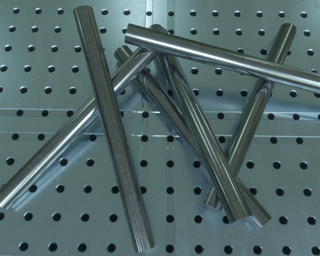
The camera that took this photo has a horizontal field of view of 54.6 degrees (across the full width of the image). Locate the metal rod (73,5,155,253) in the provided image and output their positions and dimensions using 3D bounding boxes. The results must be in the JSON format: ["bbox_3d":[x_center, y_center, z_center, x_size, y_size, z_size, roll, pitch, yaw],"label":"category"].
[{"bbox_3d":[-0.057,-0.003,0.375,0.025,0.025,0.299,-15,85,-5],"label":"metal rod"}]

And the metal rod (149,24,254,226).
[{"bbox_3d":[0.037,-0.027,0.388,0.025,0.025,0.299,-17,58,-6],"label":"metal rod"}]

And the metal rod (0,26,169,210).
[{"bbox_3d":[-0.093,-0.019,0.399,0.025,0.025,0.300,40,82,13],"label":"metal rod"}]

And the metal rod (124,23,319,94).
[{"bbox_3d":[0.105,-0.083,0.397,0.302,0.025,0.025,14,71,-3],"label":"metal rod"}]

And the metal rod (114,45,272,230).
[{"bbox_3d":[0.034,0.001,0.411,0.025,0.025,0.300,-35,74,-12],"label":"metal rod"}]

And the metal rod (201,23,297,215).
[{"bbox_3d":[0.125,-0.029,0.406,0.025,0.025,0.300,26,66,9],"label":"metal rod"}]
